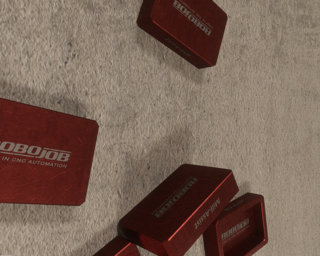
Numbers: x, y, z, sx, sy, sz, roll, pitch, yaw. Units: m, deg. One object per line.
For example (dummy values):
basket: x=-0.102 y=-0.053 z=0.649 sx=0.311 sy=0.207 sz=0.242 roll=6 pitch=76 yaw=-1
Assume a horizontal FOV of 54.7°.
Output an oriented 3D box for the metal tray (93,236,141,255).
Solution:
metal tray: x=-0.070 y=0.197 z=0.344 sx=0.131 sy=0.030 sz=0.090 roll=-32 pitch=110 yaw=-36

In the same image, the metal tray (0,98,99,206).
metal tray: x=-0.129 y=0.024 z=0.294 sx=0.131 sy=0.030 sz=0.090 roll=15 pitch=81 yaw=-39

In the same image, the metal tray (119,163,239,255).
metal tray: x=0.025 y=0.096 z=0.385 sx=0.131 sy=0.090 sz=0.030 roll=-37 pitch=113 yaw=-34

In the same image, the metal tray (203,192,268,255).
metal tray: x=0.127 y=0.170 z=0.511 sx=0.131 sy=0.030 sz=0.089 roll=-14 pitch=99 yaw=-39

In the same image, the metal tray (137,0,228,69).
metal tray: x=0.037 y=-0.152 z=0.434 sx=0.131 sy=0.030 sz=0.090 roll=25 pitch=74 yaw=-37
